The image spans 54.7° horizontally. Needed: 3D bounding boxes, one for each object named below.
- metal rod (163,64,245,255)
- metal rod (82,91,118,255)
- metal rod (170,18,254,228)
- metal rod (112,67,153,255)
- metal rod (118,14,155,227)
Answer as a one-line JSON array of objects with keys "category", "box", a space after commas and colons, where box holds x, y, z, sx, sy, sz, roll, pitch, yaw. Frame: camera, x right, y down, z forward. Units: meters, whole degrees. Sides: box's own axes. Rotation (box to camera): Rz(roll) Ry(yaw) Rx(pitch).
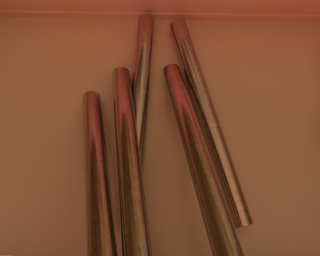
[{"category": "metal rod", "box": [0.039, 0.024, 0.337, 0.025, 0.025, 0.300, -9, 46, -3]}, {"category": "metal rod", "box": [-0.064, 0.055, 0.315, 0.025, 0.025, 0.300, -13, 42, -5]}, {"category": "metal rod", "box": [0.063, -0.020, 0.417, 0.025, 0.025, 0.299, -13, 71, -5]}, {"category": "metal rod", "box": [-0.034, 0.028, 0.333, 0.025, 0.025, 0.300, -8, 45, -3]}, {"category": "metal rod", "box": [-0.029, -0.023, 0.417, 0.025, 0.025, 0.299, 3, 70, 1]}]
